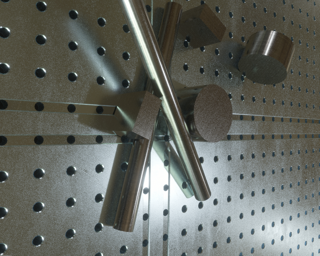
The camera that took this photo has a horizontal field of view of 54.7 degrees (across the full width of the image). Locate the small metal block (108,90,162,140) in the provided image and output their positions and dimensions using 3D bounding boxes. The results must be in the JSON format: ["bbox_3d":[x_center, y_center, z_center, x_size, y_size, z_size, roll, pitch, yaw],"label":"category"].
[{"bbox_3d":[-0.030,-0.015,0.368,0.025,0.050,0.050,29,72,-37],"label":"small metal block"}]

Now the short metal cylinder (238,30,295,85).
[{"bbox_3d":[0.179,-0.117,0.523,0.080,0.080,0.050,38,67,-34],"label":"short metal cylinder"}]

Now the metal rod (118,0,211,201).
[{"bbox_3d":[0.015,-0.020,0.391,0.025,0.025,0.299,-42,125,-32],"label":"metal rod"}]

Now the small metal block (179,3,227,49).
[{"bbox_3d":[0.057,-0.143,0.440,0.050,0.050,0.025,36,68,-34],"label":"small metal block"}]

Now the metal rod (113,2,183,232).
[{"bbox_3d":[-0.013,-0.022,0.398,0.025,0.025,0.299,21,77,-38],"label":"metal rod"}]

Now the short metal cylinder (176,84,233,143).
[{"bbox_3d":[0.058,-0.020,0.441,0.081,0.050,0.080,0,90,-40],"label":"short metal cylinder"}]
